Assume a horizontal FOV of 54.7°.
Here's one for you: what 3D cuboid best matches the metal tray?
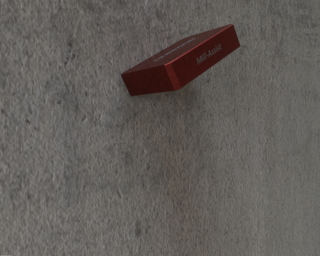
[{"bbox_3d":[0.027,-0.085,0.386,0.131,0.090,0.030,-38,114,-34],"label":"metal tray"}]
